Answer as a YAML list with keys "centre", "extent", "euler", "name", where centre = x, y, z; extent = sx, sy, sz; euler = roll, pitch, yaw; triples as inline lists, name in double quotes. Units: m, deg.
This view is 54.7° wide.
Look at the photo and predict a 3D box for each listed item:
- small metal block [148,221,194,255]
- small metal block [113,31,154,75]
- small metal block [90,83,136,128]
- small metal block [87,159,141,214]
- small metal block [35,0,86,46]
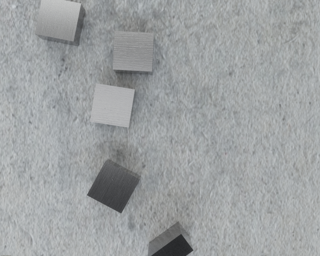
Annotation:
- centre: [0.013, 0.152, 0.398]
  extent: [0.050, 0.050, 0.025]
  euler: [-36, 90, 0]
  name: "small metal block"
- centre: [-0.034, -0.099, 0.409]
  extent: [0.050, 0.025, 0.050]
  euler: [3, 90, -1]
  name: "small metal block"
- centre: [-0.061, -0.029, 0.409]
  extent: [0.050, 0.025, 0.050]
  euler: [9, 90, -1]
  name: "small metal block"
- centre: [-0.060, 0.076, 0.409]
  extent: [0.050, 0.025, 0.050]
  euler: [28, 90, -1]
  name: "small metal block"
- centre: [-0.131, -0.140, 0.408]
  extent: [0.050, 0.025, 0.050]
  euler: [11, 90, -1]
  name: "small metal block"
